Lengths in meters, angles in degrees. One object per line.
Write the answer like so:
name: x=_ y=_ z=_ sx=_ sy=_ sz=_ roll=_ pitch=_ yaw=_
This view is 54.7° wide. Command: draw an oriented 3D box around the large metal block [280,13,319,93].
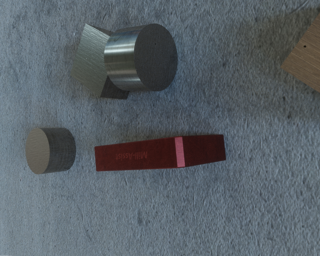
large metal block: x=0.164 y=-0.060 z=0.253 sx=0.080 sy=0.050 sz=0.080 roll=45 pitch=117 yaw=30

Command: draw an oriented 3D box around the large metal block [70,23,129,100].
large metal block: x=-0.078 y=-0.096 z=0.453 sx=0.080 sy=0.050 sz=0.079 roll=36 pitch=112 yaw=34

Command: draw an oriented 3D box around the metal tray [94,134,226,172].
metal tray: x=-0.002 y=0.030 z=0.363 sx=0.130 sy=0.091 sz=0.030 roll=-9 pitch=85 yaw=39

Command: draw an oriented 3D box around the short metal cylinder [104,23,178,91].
short metal cylinder: x=-0.022 y=-0.086 z=0.387 sx=0.050 sy=0.081 sz=0.079 roll=7 pitch=94 yaw=40

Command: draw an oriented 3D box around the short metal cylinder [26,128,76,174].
short metal cylinder: x=-0.194 y=0.039 z=0.549 sx=0.080 sy=0.050 sz=0.080 roll=0 pitch=90 yaw=40
